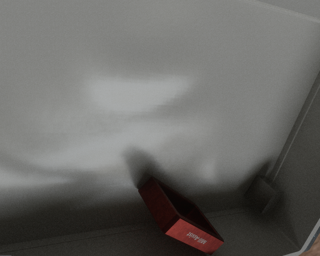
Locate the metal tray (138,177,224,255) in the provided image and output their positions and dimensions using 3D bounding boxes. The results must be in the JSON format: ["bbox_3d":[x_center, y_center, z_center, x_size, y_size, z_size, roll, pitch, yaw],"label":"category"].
[{"bbox_3d":[0.033,0.134,0.469,0.030,0.090,0.130,-47,130,4],"label":"metal tray"}]

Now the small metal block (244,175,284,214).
[{"bbox_3d":[0.193,0.123,0.577,0.025,0.050,0.050,13,111,-34],"label":"small metal block"}]
